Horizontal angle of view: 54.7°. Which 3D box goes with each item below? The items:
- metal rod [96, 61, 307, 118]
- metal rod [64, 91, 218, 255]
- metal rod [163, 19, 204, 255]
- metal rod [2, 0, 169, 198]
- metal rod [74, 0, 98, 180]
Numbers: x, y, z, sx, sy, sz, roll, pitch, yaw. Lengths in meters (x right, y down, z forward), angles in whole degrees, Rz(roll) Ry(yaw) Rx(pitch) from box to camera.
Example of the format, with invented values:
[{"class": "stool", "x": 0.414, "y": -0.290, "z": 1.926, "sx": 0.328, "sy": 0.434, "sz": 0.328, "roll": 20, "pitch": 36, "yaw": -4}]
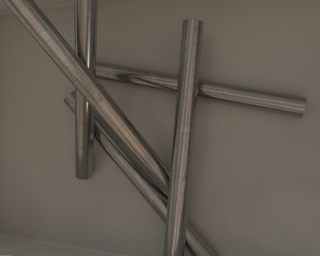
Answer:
[{"class": "metal rod", "x": 0.025, "y": -0.056, "z": 0.401, "sx": 0.301, "sy": 0.025, "sz": 0.025, "roll": 13, "pitch": 95, "yaw": 19}, {"class": "metal rod", "x": -0.033, "y": 0.063, "z": 0.422, "sx": 0.025, "sy": 0.025, "sz": 0.300, "roll": -46, "pitch": 76, "yaw": 14}, {"class": "metal rod", "x": 0.027, "y": 0.023, "z": 0.372, "sx": 0.025, "sy": 0.025, "sz": 0.298, "roll": 5, "pitch": 92, "yaw": 20}, {"class": "metal rod", "x": -0.067, "y": -0.029, "z": 0.361, "sx": 0.025, "sy": 0.025, "sz": 0.300, "roll": -32, "pitch": 108, "yaw": 17}, {"class": "metal rod", "x": -0.091, "y": -0.061, "z": 0.378, "sx": 0.025, "sy": 0.025, "sz": 0.298, "roll": 20, "pitch": 121, "yaw": 19}]
